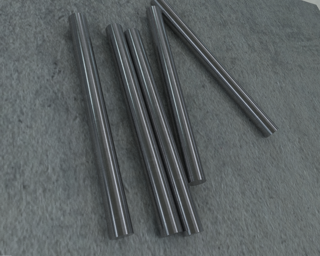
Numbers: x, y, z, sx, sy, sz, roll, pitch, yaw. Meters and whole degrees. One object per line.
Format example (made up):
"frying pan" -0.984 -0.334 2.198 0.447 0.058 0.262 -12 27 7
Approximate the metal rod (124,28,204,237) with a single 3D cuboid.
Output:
"metal rod" -0.003 -0.011 0.410 0.025 0.025 0.299 -3 63 -30

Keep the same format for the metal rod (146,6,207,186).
"metal rod" 0.017 -0.063 0.452 0.025 0.025 0.299 2 61 -28

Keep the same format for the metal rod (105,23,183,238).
"metal rod" -0.027 -0.014 0.398 0.025 0.025 0.299 -3 63 -30

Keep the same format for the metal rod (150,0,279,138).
"metal rod" 0.087 -0.107 0.517 0.025 0.025 0.300 -33 81 -38

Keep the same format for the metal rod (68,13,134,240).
"metal rod" -0.077 -0.021 0.375 0.025 0.025 0.299 -2 63 -30
